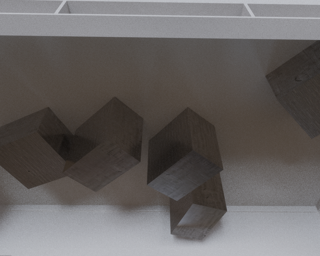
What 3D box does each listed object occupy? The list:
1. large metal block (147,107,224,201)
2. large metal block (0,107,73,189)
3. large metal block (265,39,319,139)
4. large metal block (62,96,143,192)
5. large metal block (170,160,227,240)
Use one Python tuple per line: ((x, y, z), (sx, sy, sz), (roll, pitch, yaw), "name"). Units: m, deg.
((0.029, 0.034, 0.402), (0.050, 0.080, 0.080), (33, 122, -25), "large metal block")
((-0.164, 0.029, 0.416), (0.080, 0.050, 0.080), (-20, 128, 16), "large metal block")
((0.184, -0.046, 0.355), (0.080, 0.050, 0.080), (-36, 122, 26), "large metal block")
((-0.069, 0.020, 0.389), (0.080, 0.080, 0.050), (-36, 122, 26), "large metal block")
((0.053, 0.108, 0.465), (0.050, 0.080, 0.079), (16, 128, -13), "large metal block")
